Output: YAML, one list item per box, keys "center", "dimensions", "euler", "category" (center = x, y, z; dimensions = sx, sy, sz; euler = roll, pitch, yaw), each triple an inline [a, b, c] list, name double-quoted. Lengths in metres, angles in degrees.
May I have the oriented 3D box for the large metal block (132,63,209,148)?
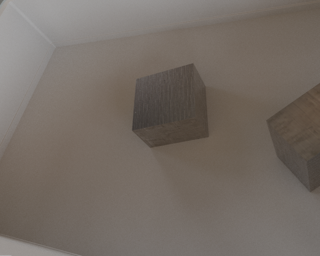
- center: [0.014, -0.027, 0.398]
  dimensions: [0.080, 0.050, 0.080]
  euler: [-12, 57, 21]
  category: "large metal block"

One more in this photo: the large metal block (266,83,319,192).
- center: [0.154, 0.005, 0.287]
  dimensions: [0.080, 0.080, 0.050]
  euler: [-36, 52, 4]
  category: "large metal block"
